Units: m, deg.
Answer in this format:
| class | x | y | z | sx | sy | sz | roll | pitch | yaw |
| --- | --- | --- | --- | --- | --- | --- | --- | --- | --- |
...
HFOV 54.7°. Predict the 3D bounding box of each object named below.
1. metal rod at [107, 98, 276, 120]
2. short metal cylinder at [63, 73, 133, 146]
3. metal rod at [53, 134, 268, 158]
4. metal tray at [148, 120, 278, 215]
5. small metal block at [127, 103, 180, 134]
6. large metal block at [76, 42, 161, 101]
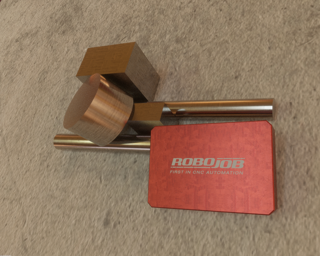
| class | x | y | z | sx | sy | sz | roll | pitch | yaw |
| --- | --- | --- | --- | --- | --- | --- | --- | --- | --- |
| metal rod | -0.003 | -0.024 | 0.421 | 0.300 | 0.025 | 0.025 | 1 | 62 | 28 |
| short metal cylinder | -0.080 | -0.023 | 0.398 | 0.080 | 0.050 | 0.080 | -35 | 37 | 33 |
| metal rod | -0.019 | 0.021 | 0.402 | 0.300 | 0.025 | 0.025 | 0 | 62 | 27 |
| metal tray | 0.053 | 0.042 | 0.330 | 0.130 | 0.030 | 0.090 | -3 | 78 | 25 |
| small metal block | -0.009 | -0.008 | 0.397 | 0.050 | 0.050 | 0.025 | 1 | 62 | 28 |
| large metal block | -0.057 | -0.073 | 0.443 | 0.080 | 0.080 | 0.050 | 1 | 62 | 28 |
